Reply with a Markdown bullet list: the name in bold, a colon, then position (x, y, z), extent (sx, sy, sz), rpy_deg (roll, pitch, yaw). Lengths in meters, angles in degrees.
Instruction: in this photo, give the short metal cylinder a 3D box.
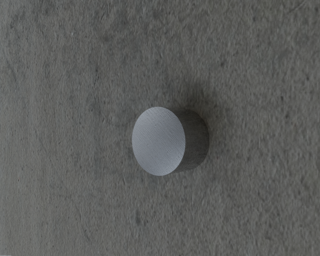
- **short metal cylinder**: position (0.012, 0.015, 0.377), extent (0.080, 0.050, 0.079), rpy_deg (0, 90, 39)
